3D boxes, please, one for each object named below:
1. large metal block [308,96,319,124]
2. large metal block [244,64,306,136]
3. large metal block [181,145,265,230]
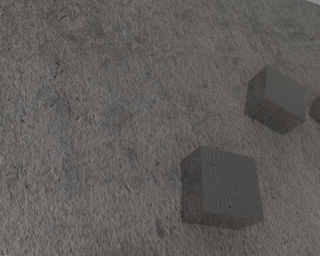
[{"bbox_3d":[0.341,-0.033,0.572,0.080,0.080,0.050,42,51,0],"label":"large metal block"},{"bbox_3d":[0.194,-0.047,0.520,0.080,0.050,0.080,28,52,-11],"label":"large metal block"},{"bbox_3d":[0.074,0.075,0.381,0.081,0.050,0.080,14,56,-20],"label":"large metal block"}]
